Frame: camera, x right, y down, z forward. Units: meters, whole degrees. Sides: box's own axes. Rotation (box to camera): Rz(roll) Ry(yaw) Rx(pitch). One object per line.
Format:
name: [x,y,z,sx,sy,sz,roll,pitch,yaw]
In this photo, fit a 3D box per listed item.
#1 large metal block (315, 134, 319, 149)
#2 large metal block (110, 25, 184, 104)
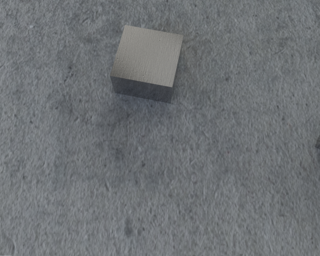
large metal block: [0.262,0.002,0.397,0.080,0.050,0.080,28,72,9]
large metal block: [-0.016,-0.087,0.426,0.080,0.050,0.080,11,70,3]
